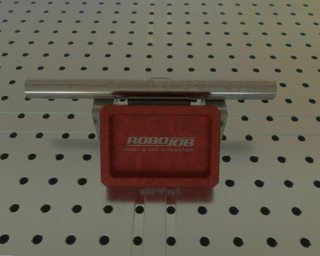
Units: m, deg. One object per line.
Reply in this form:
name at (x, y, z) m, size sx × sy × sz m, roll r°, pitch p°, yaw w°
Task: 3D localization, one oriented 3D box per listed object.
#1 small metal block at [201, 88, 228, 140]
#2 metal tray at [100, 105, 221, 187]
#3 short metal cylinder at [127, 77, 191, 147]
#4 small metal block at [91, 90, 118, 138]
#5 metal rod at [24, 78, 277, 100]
small metal block at (0.069, -0.019, 0.408) m, size 0.025 × 0.050 × 0.050 m, roll -1°, pitch 50°, yaw 0°
metal tray at (0.000, 0.019, 0.352) m, size 0.131 × 0.089 × 0.030 m, roll 0°, pitch 7°, yaw 0°
short metal cylinder at (-0.001, -0.022, 0.409) m, size 0.080 × 0.050 × 0.080 m, roll 0°, pitch 50°, yaw 0°
small metal block at (-0.070, -0.022, 0.409) m, size 0.025 × 0.050 × 0.050 m, roll -1°, pitch 50°, yaw 0°
metal rod at (-0.011, -0.048, 0.382) m, size 0.302 × 0.025 × 0.025 m, roll 0°, pitch 50°, yaw 0°
